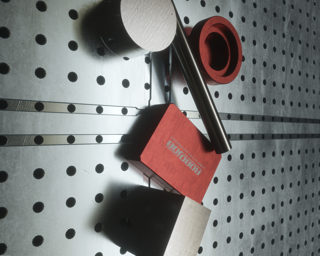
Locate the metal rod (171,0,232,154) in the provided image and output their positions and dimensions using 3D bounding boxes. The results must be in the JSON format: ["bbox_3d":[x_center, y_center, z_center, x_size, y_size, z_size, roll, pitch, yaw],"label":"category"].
[{"bbox_3d":[0.031,-0.102,0.414,0.025,0.025,0.299,-32,104,-35],"label":"metal rod"}]

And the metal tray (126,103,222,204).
[{"bbox_3d":[0.025,0.039,0.427,0.130,0.030,0.090,44,64,-31],"label":"metal tray"}]

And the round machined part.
[{"bbox_3d":[0.076,-0.112,0.462,0.099,0.042,0.097,0,90,-40],"label":"round machined part"}]

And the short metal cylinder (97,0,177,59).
[{"bbox_3d":[-0.027,-0.127,0.370,0.081,0.050,0.079,0,90,-40],"label":"short metal cylinder"}]

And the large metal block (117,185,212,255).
[{"bbox_3d":[0.005,0.122,0.378,0.050,0.080,0.080,36,68,-35],"label":"large metal block"}]
